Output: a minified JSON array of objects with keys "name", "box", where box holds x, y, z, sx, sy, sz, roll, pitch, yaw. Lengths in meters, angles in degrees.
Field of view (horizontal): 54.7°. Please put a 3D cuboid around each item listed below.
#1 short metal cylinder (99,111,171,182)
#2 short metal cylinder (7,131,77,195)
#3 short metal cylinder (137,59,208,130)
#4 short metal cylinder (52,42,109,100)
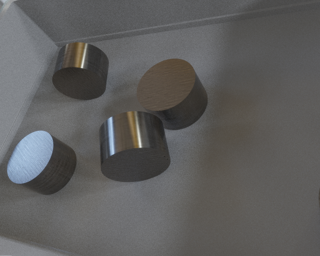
[{"name":"short metal cylinder","box":[-0.031,0.024,0.372,0.080,0.080,0.050,-22,54,15]},{"name":"short metal cylinder","box":[-0.170,0.051,0.448,0.080,0.050,0.080,-13,56,21]},{"name":"short metal cylinder","box":[0.017,-0.044,0.408,0.080,0.050,0.080,-13,56,21]},{"name":"short metal cylinder","box":[-0.124,-0.088,0.490,0.080,0.080,0.050,-13,57,21]}]
